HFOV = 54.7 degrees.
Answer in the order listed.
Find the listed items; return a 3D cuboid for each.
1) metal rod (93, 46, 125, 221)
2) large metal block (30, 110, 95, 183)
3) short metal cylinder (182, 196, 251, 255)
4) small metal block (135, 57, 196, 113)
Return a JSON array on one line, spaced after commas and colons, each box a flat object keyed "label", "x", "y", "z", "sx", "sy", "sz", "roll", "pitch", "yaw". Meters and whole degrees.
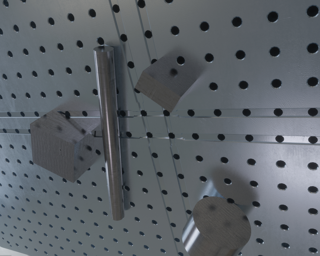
[{"label": "metal rod", "x": -0.072, "y": 0.027, "z": 0.466, "sx": 0.025, "sy": 0.025, "sz": 0.298, "roll": 14, "pitch": 124, "yaw": 20}, {"label": "large metal block", "x": -0.155, "y": 0.029, "z": 0.494, "sx": 0.080, "sy": 0.050, "sz": 0.079, "roll": 23, "pitch": 127, "yaw": 14}, {"label": "short metal cylinder", "x": 0.076, "y": 0.141, "z": 0.423, "sx": 0.080, "sy": 0.080, "sz": 0.050, "roll": 27, "pitch": 128, "yaw": 11}, {"label": "small metal block", "x": 0.007, "y": -0.051, "z": 0.360, "sx": 0.050, "sy": 0.050, "sz": 0.025, "roll": 35, "pitch": 129, "yaw": 4}]
